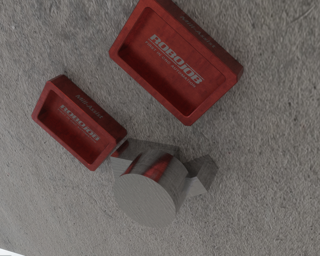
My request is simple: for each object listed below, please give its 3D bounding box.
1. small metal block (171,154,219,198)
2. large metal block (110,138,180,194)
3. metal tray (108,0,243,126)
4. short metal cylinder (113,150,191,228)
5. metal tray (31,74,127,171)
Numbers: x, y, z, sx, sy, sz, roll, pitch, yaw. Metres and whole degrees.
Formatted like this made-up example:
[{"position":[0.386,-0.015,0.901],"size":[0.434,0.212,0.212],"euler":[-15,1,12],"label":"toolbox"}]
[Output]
[{"position":[0.044,0.065,0.408],"size":[0.050,0.050,0.025],"euler":[-27,104,37],"label":"small metal block"},{"position":[-0.017,0.066,0.441],"size":[0.080,0.050,0.079],"euler":[9,122,23],"label":"large metal block"},{"position":[0.015,-0.075,0.349],"size":[0.130,0.030,0.090],"euler":[42,129,-2],"label":"metal tray"},{"position":[-0.009,0.073,0.376],"size":[0.080,0.050,0.079],"euler":[13,124,21],"label":"short metal cylinder"},{"position":[-0.123,-0.005,0.465],"size":[0.130,0.030,0.090],"euler":[42,129,-1],"label":"metal tray"}]
